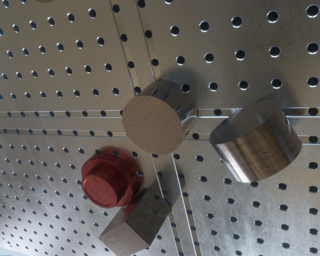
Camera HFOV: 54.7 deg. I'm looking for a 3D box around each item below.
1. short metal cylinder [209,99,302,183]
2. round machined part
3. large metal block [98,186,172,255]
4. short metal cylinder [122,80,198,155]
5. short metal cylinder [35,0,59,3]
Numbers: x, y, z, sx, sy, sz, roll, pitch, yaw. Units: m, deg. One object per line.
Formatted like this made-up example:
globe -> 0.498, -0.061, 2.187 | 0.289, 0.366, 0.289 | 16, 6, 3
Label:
short metal cylinder -> 0.100, 0.013, 0.331 | 0.080, 0.080, 0.050 | -27, 104, 37
round machined part -> -0.088, 0.091, 0.503 | 0.098, 0.042, 0.097 | 13, 124, 21
large metal block -> -0.038, 0.149, 0.488 | 0.050, 0.080, 0.080 | 46, 129, -4
short metal cylinder -> 0.000, -0.013, 0.387 | 0.080, 0.050, 0.079 | 13, 124, 21
short metal cylinder -> -0.120, -0.185, 0.344 | 0.080, 0.050, 0.079 | 13, 124, 21
